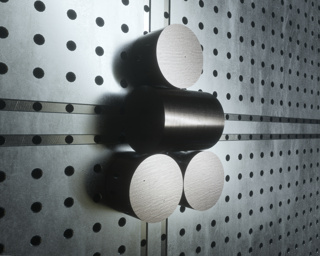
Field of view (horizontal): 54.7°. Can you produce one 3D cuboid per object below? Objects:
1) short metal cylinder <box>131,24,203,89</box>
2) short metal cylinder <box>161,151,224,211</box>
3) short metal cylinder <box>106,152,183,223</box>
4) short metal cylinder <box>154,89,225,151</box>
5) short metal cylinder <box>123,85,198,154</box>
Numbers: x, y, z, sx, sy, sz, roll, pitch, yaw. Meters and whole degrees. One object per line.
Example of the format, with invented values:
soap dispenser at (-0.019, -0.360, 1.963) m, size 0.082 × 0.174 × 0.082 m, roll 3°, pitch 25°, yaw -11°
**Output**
short metal cylinder at (0.010, -0.089, 0.403) m, size 0.081 × 0.050 × 0.079 m, roll 0°, pitch 90°, yaw -40°
short metal cylinder at (0.044, 0.070, 0.430) m, size 0.081 × 0.050 × 0.079 m, roll 0°, pitch 90°, yaw -40°
short metal cylinder at (-0.018, 0.070, 0.378) m, size 0.081 × 0.050 × 0.079 m, roll 0°, pitch 90°, yaw -40°
short metal cylinder at (0.037, -0.010, 0.407) m, size 0.050 × 0.080 × 0.079 m, roll 1°, pitch 90°, yaw -40°
short metal cylinder at (-0.001, -0.010, 0.375) m, size 0.050 × 0.080 × 0.079 m, roll 1°, pitch 90°, yaw -40°
